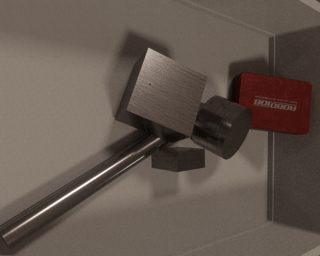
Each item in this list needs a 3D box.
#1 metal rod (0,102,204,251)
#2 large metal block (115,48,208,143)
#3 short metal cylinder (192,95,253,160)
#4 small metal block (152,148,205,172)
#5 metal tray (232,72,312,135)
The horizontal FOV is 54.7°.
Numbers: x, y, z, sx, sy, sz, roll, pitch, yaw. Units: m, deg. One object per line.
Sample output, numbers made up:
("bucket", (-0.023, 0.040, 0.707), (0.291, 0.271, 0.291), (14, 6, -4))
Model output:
("metal rod", (-0.041, 0.038, 0.374), (0.302, 0.025, 0.025), (-32, 110, -36))
("large metal block", (0.001, -0.036, 0.375), (0.080, 0.050, 0.080), (23, 72, -17))
("short metal cylinder", (0.091, -0.001, 0.449), (0.081, 0.050, 0.079), (-35, 140, -36))
("small metal block", (0.024, 0.041, 0.413), (0.050, 0.050, 0.025), (-2, 92, -40))
("metal tray", (0.188, -0.040, 0.525), (0.131, 0.030, 0.089), (7, 85, -11))
